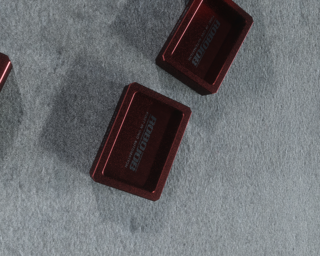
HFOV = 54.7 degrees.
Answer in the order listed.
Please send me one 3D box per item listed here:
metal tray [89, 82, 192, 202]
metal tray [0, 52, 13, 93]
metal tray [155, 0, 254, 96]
[{"bbox_3d":[-0.024,0.018,0.398,0.091,0.030,0.130,24,82,-19],"label":"metal tray"},{"bbox_3d":[-0.226,-0.034,0.322,0.090,0.030,0.130,24,82,-19],"label":"metal tray"},{"bbox_3d":[0.063,-0.122,0.430,0.090,0.030,0.130,32,79,-18],"label":"metal tray"}]
